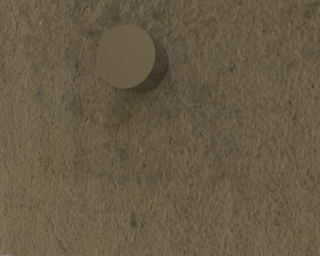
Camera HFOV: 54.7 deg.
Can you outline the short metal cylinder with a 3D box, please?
[{"bbox_3d":[-0.035,-0.089,0.407,0.080,0.050,0.079,0,90,19],"label":"short metal cylinder"}]
